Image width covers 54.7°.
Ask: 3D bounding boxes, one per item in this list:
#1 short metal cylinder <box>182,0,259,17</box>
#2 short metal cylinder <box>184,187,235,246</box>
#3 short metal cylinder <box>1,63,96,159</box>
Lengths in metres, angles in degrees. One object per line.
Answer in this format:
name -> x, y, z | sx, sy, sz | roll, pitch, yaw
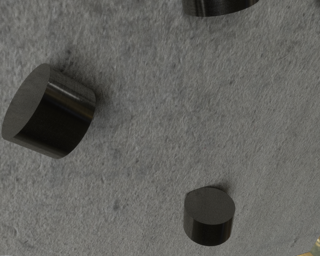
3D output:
short metal cylinder -> 0.059, -0.152, 0.311 | 0.080, 0.080, 0.050 | -25, 128, -13
short metal cylinder -> 0.079, 0.143, 0.506 | 0.081, 0.080, 0.050 | -14, 124, -21
short metal cylinder -> -0.109, -0.016, 0.303 | 0.050, 0.080, 0.080 | 32, 101, -38
